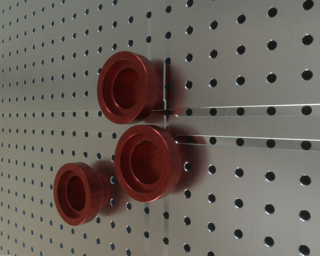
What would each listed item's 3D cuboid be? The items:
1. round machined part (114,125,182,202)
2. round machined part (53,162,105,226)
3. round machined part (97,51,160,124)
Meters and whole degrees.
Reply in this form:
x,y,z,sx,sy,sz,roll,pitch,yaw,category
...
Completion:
x,y,z,sx,sy,sz,roll,pitch,yaw,category
-0.011,0.044,0.406,0.098,0.042,0.097,0,90,39,round machined part
-0.126,0.103,0.500,0.098,0.042,0.097,0,90,39,round machined part
-0.039,-0.054,0.428,0.098,0.042,0.097,0,90,39,round machined part
